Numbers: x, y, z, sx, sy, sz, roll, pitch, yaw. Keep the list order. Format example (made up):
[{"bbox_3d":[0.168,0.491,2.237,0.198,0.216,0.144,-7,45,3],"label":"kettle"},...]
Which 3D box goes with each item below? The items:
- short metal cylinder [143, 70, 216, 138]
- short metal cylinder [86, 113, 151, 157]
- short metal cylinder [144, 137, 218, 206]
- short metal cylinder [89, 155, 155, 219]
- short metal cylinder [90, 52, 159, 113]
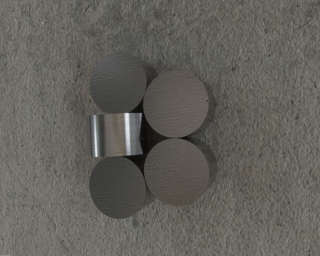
[{"bbox_3d":[0.026,-0.028,0.387,0.080,0.050,0.080,0,91,20],"label":"short metal cylinder"},{"bbox_3d":[-0.053,0.008,0.400,0.080,0.080,0.050,-3,89,20],"label":"short metal cylinder"},{"bbox_3d":[0.027,0.052,0.387,0.080,0.050,0.080,0,91,21],"label":"short metal cylinder"},{"bbox_3d":[-0.046,0.074,0.413,0.080,0.050,0.080,0,90,21],"label":"short metal cylinder"},{"bbox_3d":[-0.045,-0.056,0.413,0.080,0.050,0.080,0,90,21],"label":"short metal cylinder"}]
